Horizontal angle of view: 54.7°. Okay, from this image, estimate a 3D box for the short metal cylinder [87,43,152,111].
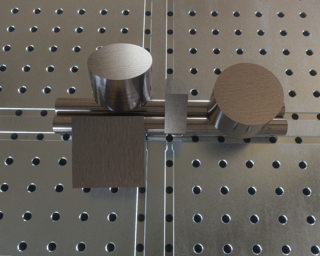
[{"bbox_3d":[-0.050,-0.067,0.404,0.081,0.050,0.080,1,46,0],"label":"short metal cylinder"}]

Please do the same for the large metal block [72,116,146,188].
[{"bbox_3d":[-0.058,0.027,0.370,0.081,0.050,0.079,-1,90,-1],"label":"large metal block"}]

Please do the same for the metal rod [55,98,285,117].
[{"bbox_3d":[0.013,-0.027,0.418,0.302,0.025,0.025,1,70,0],"label":"metal rod"}]

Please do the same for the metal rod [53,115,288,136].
[{"bbox_3d":[0.013,-0.004,0.410,0.302,0.025,0.025,1,70,0],"label":"metal rod"}]

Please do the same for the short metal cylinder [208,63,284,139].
[{"bbox_3d":[0.103,-0.032,0.381,0.081,0.050,0.080,0,70,0],"label":"short metal cylinder"}]

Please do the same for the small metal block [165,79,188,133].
[{"bbox_3d":[0.018,-0.027,0.375,0.025,0.050,0.050,1,28,0],"label":"small metal block"}]
